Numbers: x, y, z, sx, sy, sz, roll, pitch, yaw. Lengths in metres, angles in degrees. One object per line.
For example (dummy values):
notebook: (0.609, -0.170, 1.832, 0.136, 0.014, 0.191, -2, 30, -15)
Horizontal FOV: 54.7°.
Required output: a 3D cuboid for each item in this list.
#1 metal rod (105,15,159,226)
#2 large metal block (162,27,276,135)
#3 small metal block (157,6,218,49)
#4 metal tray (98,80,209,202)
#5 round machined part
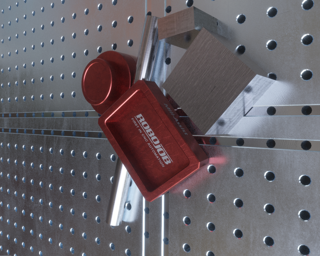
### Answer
metal rod: (-0.038, -0.003, 0.438, 0.025, 0.025, 0.298, 20, 103, 38)
large metal block: (0.062, -0.049, 0.341, 0.080, 0.050, 0.080, 52, 120, 27)
small metal block: (0.033, -0.116, 0.364, 0.050, 0.050, 0.025, -5, 87, 39)
metal tray: (-0.012, 0.015, 0.393, 0.090, 0.030, 0.130, -40, 75, 25)
round machined part: (-0.079, -0.066, 0.461, 0.098, 0.042, 0.097, 0, 90, 39)
